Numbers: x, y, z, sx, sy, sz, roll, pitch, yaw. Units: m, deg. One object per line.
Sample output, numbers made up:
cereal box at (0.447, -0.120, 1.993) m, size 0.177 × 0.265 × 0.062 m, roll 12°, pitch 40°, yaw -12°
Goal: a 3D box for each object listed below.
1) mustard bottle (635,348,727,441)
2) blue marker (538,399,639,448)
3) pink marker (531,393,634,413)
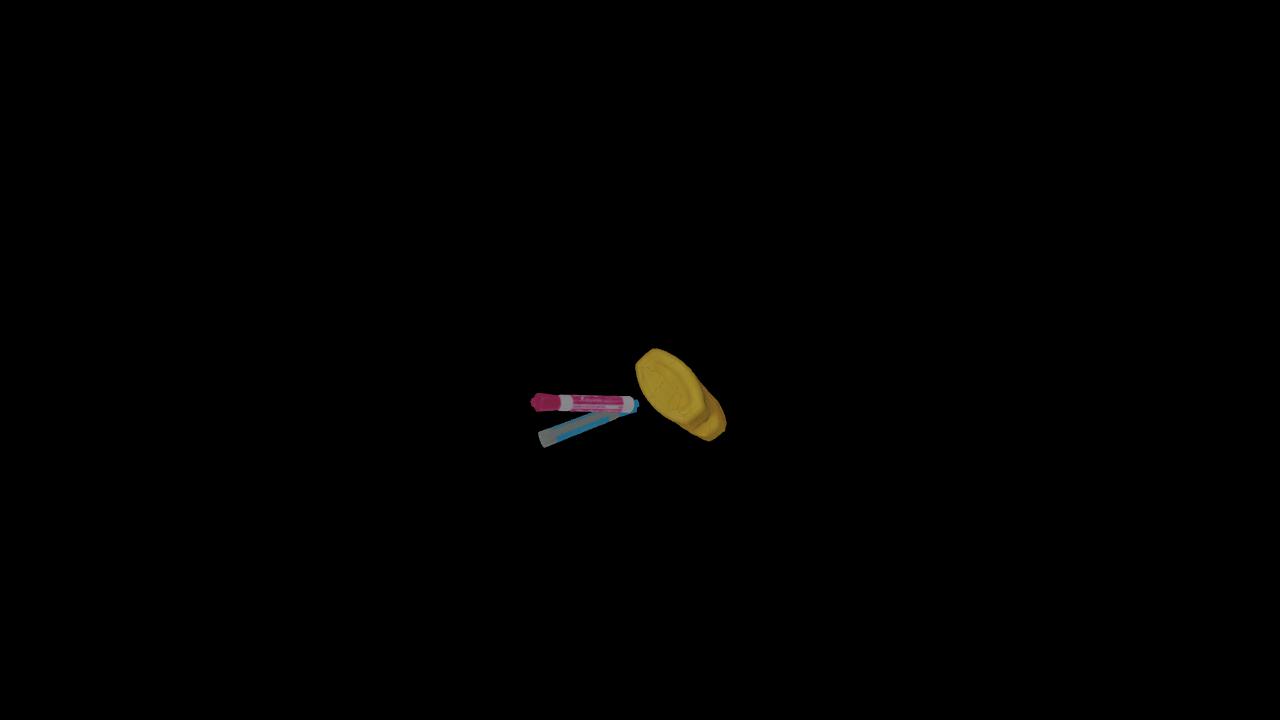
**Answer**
mustard bottle at (0.058, 0.050, 0.696) m, size 0.092 × 0.054 × 0.184 m, roll 44°, pitch 2°, yaw 25°
blue marker at (-0.055, 0.069, 0.696) m, size 0.121 × 0.020 × 0.020 m, roll -19°, pitch 7°, yaw -21°
pink marker at (-0.059, 0.046, 0.647) m, size 0.121 × 0.020 × 0.020 m, roll 4°, pitch -3°, yaw -38°
